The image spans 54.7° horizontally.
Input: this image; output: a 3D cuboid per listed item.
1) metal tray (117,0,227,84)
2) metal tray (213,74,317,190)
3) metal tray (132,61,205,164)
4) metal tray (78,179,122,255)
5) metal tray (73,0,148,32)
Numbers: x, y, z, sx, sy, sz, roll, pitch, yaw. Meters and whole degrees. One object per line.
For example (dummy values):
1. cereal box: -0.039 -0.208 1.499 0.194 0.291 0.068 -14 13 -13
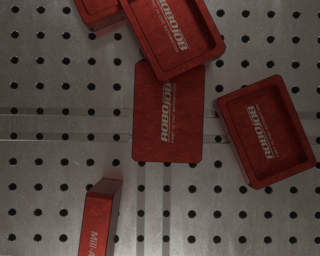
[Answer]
1. metal tray: 0.012 -0.130 0.380 0.090 0.030 0.129 -26 90 -1
2. metal tray: 0.138 0.005 0.412 0.090 0.030 0.129 -22 90 -1
3. metal tray: 0.011 -0.020 0.411 0.091 0.030 0.129 2 90 -1
4. metal tray: -0.074 0.135 0.380 0.030 0.090 0.129 7 90 0
5. metal tray: -0.054 -0.197 0.409 0.131 0.030 0.090 -24 90 -1
